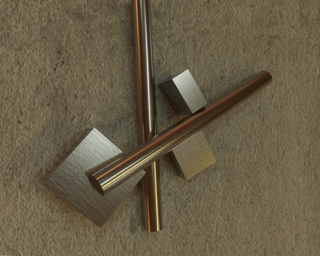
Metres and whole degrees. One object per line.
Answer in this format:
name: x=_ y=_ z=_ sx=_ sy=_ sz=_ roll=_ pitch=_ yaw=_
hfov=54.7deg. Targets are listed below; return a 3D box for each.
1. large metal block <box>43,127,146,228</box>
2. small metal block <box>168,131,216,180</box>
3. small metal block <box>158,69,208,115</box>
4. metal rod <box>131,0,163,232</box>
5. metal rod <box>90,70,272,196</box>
large metal block: x=-0.078 y=0.056 z=0.368 sx=0.080 sy=0.050 sz=0.080 roll=43 pitch=76 yaw=-15
small metal block: x=0.041 y=0.035 z=0.426 sx=0.050 sy=0.025 sz=0.050 roll=-29 pitch=100 yaw=-18
small metal block: x=0.029 y=-0.045 z=0.408 sx=0.025 sy=0.050 sz=0.050 roll=-35 pitch=102 yaw=-17
metal rod: x=-0.017 y=-0.017 z=0.403 sx=0.025 sy=0.025 sz=0.298 roll=-4 pitch=91 yaw=-20
metal rod: x=0.047 y=-0.008 z=0.396 sx=0.302 sy=0.025 sz=0.025 roll=-31 pitch=101 yaw=-30
